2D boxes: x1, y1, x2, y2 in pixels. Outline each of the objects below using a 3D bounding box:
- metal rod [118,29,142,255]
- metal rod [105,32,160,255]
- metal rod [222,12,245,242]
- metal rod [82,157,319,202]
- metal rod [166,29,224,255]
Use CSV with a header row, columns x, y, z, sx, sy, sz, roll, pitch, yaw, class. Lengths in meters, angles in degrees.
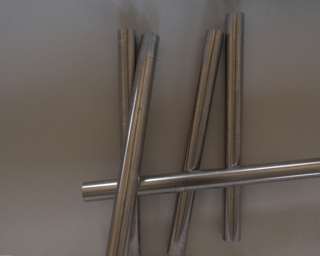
x,y,z,sx,sy,sz,roll,pitch,yaw,class
-0.040,0.021,0.410,0.025,0.025,0.298,-1,90,-1,metal rod
-0.032,0.022,0.372,0.025,0.025,0.299,8,74,-1,metal rod
0.097,-0.001,0.412,0.025,0.025,0.298,1,90,-1,metal rod
0.057,0.064,0.386,0.302,0.025,0.025,-6,90,-1,metal rod
0.047,0.020,0.412,0.025,0.025,0.298,10,90,-1,metal rod
